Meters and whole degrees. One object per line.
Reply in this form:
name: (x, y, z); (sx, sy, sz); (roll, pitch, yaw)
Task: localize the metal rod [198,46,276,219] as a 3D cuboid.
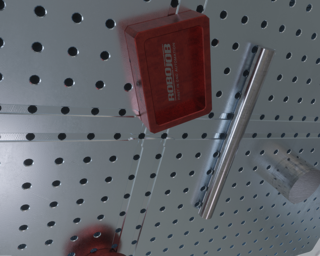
metal rod: (0.113, 0.022, 0.486); (0.025, 0.025, 0.298); (0, 119, -28)

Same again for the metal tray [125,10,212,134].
metal tray: (0.016, -0.065, 0.375); (0.091, 0.030, 0.129); (-20, 126, -17)

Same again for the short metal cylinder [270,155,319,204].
short metal cylinder: (0.262, 0.099, 0.599); (0.081, 0.050, 0.079); (-14, 124, -21)

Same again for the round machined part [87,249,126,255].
round machined part: (-0.094, 0.233, 0.493); (0.099, 0.042, 0.097); (-14, 124, -21)
